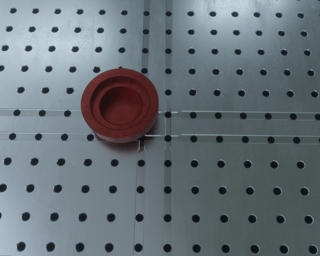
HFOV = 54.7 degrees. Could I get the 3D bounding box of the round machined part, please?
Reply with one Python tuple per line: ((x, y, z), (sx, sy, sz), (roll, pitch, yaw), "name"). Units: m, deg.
((-0.051, -0.026, 0.412), (0.099, 0.042, 0.098), (0, 70, -1), "round machined part")
